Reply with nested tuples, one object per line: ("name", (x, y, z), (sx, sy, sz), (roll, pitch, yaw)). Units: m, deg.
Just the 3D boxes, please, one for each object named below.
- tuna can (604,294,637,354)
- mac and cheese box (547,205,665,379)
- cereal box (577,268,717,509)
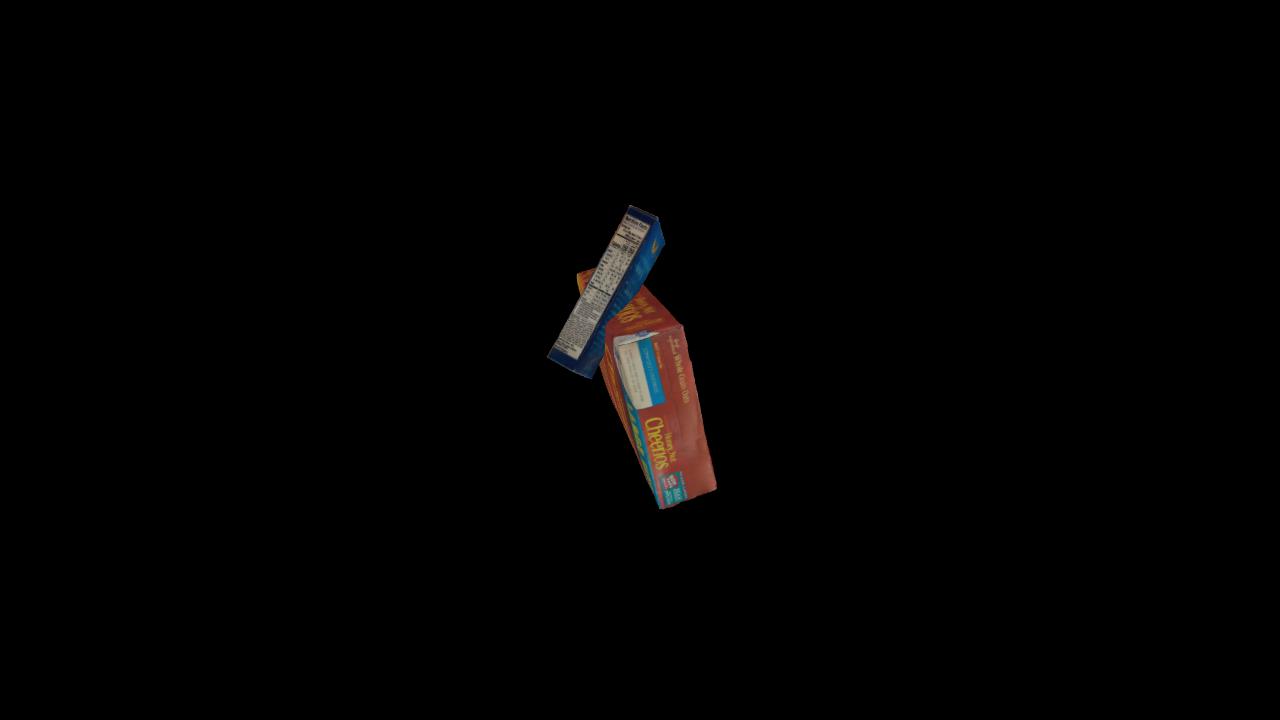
("tuna can", (0.018, 0.039, 0.727), (0.084, 0.084, 0.034), (0, 7, 0))
("mac and cheese box", (-0.034, -0.070, 0.680), (0.041, 0.184, 0.093), (28, -2, 10))
("cereal box", (-0.002, 0.011, 0.762), (0.081, 0.203, 0.306), (-17, 25, -6))
